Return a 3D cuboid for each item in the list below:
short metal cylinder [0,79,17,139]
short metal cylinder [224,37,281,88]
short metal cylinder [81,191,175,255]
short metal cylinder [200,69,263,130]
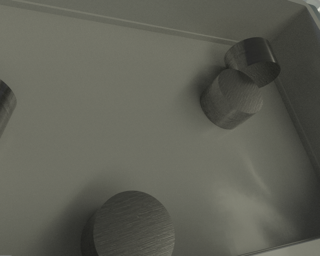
[{"bbox_3d":[-0.182,-0.016,0.283,0.080,0.080,0.050,20,54,-17],"label":"short metal cylinder"},{"bbox_3d":[0.153,-0.105,0.520,0.081,0.080,0.050,4,60,-27],"label":"short metal cylinder"},{"bbox_3d":[-0.033,0.108,0.307,0.081,0.050,0.080,14,56,-21],"label":"short metal cylinder"},{"bbox_3d":[0.110,-0.044,0.478,0.081,0.050,0.080,14,56,-21],"label":"short metal cylinder"}]
